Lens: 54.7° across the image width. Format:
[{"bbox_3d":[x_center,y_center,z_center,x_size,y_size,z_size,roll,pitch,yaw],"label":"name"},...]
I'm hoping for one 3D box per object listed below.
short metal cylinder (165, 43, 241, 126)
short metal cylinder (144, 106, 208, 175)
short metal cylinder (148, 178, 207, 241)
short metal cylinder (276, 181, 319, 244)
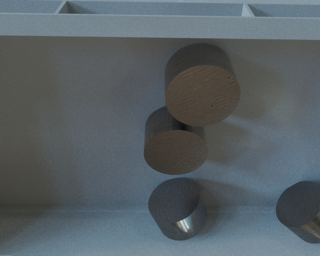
[{"bbox_3d":[0.046,-0.048,0.352,0.081,0.050,0.079,0,130,0],"label":"short metal cylinder"},{"bbox_3d":[0.020,0.016,0.407,0.081,0.050,0.079,0,130,0],"label":"short metal cylinder"},{"bbox_3d":[0.028,0.125,0.479,0.080,0.080,0.050,-14,129,11],"label":"short metal cylinder"},{"bbox_3d":[0.231,0.130,0.483,0.050,0.080,0.080,39,120,-17],"label":"short metal cylinder"}]
